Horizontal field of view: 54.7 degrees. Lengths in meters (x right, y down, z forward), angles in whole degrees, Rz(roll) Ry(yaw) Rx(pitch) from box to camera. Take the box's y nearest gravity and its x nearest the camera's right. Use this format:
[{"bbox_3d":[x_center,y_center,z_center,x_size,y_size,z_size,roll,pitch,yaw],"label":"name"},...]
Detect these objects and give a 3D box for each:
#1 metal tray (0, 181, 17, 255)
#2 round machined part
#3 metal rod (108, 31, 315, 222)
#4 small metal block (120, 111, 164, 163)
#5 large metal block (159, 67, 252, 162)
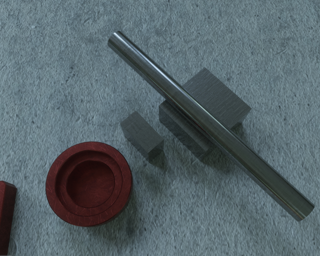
[{"bbox_3d":[-0.246,0.110,0.364,0.131,0.030,0.090,-1,70,-1],"label":"metal tray"},{"bbox_3d":[-0.081,0.069,0.373,0.099,0.042,0.098,0,70,0],"label":"round machined part"},{"bbox_3d":[0.048,-0.012,0.359,0.025,0.025,0.300,-43,76,-14],"label":"metal rod"},{"bbox_3d":[-0.022,0.012,0.390,0.025,0.050,0.050,-41,75,-13],"label":"small metal block"},{"bbox_3d":[0.055,-0.017,0.402,0.080,0.050,0.080,-41,75,-14],"label":"large metal block"}]
